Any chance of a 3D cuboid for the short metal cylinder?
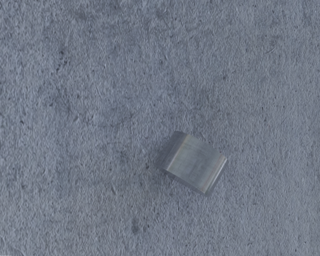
[{"bbox_3d":[0.039,0.046,0.394,0.080,0.080,0.050,35,79,-17],"label":"short metal cylinder"}]
